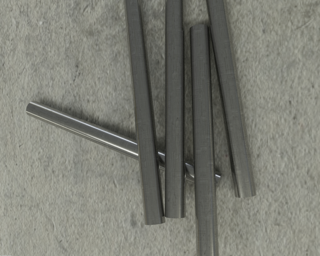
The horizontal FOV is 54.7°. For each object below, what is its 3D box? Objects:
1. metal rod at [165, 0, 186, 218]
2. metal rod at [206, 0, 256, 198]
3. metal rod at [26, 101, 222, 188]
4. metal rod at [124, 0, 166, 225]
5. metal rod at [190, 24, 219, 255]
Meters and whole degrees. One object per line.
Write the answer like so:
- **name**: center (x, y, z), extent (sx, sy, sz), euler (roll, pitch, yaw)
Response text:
- **metal rod**: center (0.019, -0.043, 0.385), extent (0.025, 0.025, 0.298), euler (-2, 83, 19)
- **metal rod**: center (0.082, -0.066, 0.379), extent (0.025, 0.025, 0.298), euler (-9, 87, 19)
- **metal rod**: center (-0.062, 0.019, 0.429), extent (0.301, 0.025, 0.025), euler (20, 97, 18)
- **metal rod**: center (-0.022, -0.032, 0.397), extent (0.025, 0.025, 0.298), euler (-9, 80, 19)
- **metal rod**: center (0.052, 0.022, 0.368), extent (0.025, 0.025, 0.298), euler (-4, 81, 19)
